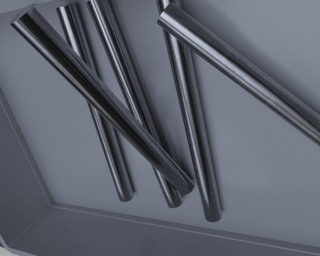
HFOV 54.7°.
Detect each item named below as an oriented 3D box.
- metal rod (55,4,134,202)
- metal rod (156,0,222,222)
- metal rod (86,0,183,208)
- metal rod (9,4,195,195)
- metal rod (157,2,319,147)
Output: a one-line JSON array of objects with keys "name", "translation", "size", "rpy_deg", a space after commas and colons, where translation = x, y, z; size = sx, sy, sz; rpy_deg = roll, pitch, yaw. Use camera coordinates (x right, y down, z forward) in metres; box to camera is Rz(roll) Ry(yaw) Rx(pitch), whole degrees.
[{"name": "metal rod", "translation": [-0.085, -0.018, 0.442], "size": [0.025, 0.025, 0.298], "rpy_deg": [1, 119, 27]}, {"name": "metal rod", "translation": [0.042, -0.004, 0.383], "size": [0.025, 0.025, 0.298], "rpy_deg": [0, 119, 28]}, {"name": "metal rod", "translation": [-0.025, -0.018, 0.410], "size": [0.025, 0.025, 0.298], "rpy_deg": [-7, 115, 31]}, {"name": "metal rod", "translation": [-0.039, -0.006, 0.352], "size": [0.025, 0.025, 0.300], "rpy_deg": [-11, 137, 33]}, {"name": "metal rod", "translation": [0.125, -0.024, 0.311], "size": [0.301, 0.025, 0.025], "rpy_deg": [36, 129, -3]}]
